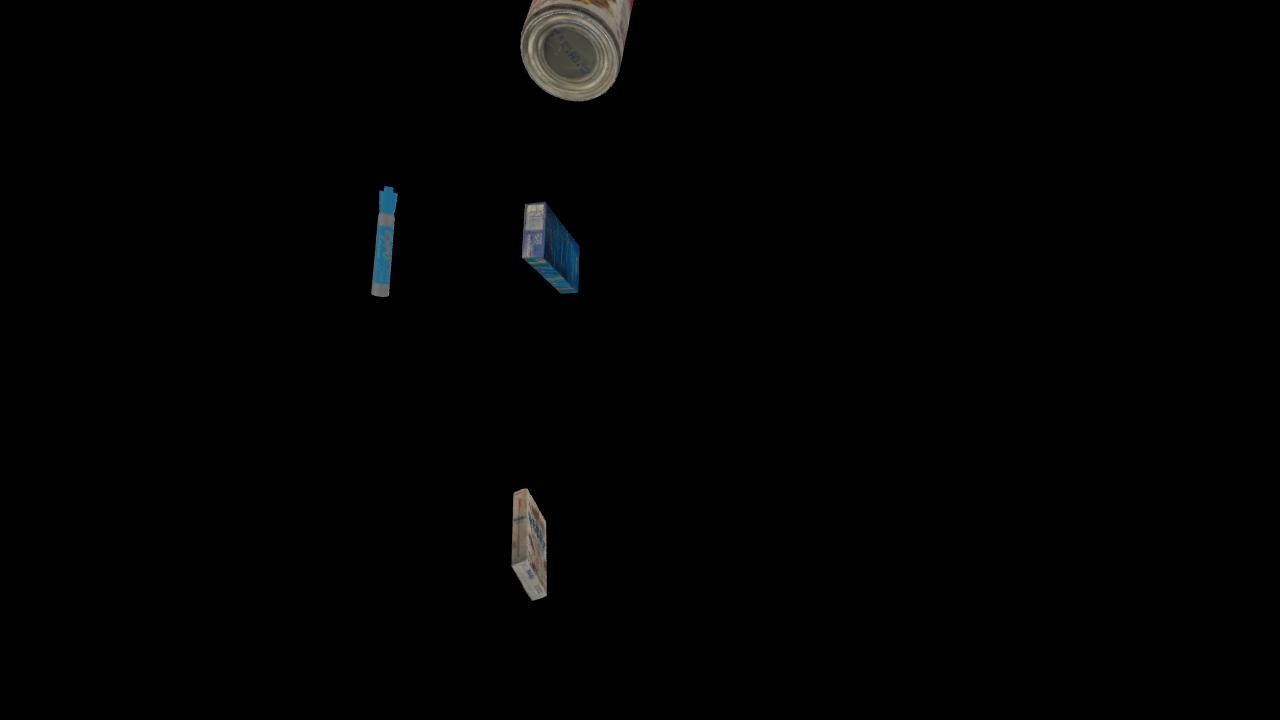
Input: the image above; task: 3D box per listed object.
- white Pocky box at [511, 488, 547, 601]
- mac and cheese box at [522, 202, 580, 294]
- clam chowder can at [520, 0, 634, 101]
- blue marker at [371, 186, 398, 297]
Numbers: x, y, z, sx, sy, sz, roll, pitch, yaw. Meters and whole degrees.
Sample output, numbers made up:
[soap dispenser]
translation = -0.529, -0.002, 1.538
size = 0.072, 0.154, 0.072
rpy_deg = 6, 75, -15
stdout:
[white Pocky box]
translation = -0.168, 0.277, 0.934
size = 0.028, 0.084, 0.154
rpy_deg = -19, 30, 1
[mac and cheese box]
translation = -0.144, -0.181, 1.021
size = 0.041, 0.093, 0.184
rpy_deg = -3, -12, 10
[clam chowder can]
translation = -0.040, -0.236, 0.420
size = 0.068, 0.102, 0.068
rpy_deg = 5, -30, 3
[blue marker]
translation = -0.284, -0.131, 0.683
size = 0.020, 0.121, 0.020
rpy_deg = 11, 15, -3
